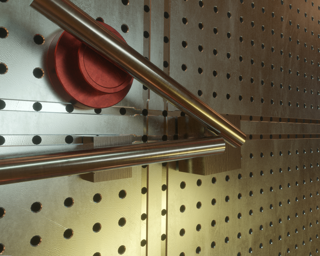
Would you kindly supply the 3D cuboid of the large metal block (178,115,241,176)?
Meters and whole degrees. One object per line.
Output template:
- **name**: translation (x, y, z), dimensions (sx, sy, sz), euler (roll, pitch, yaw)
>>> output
- **large metal block**: translation (0.073, 0.022, 0.453), dimensions (0.081, 0.050, 0.079), euler (-3, 92, -40)

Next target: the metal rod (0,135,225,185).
- **metal rod**: translation (-0.054, 0.032, 0.330), dimensions (0.303, 0.025, 0.025), euler (-4, 93, -30)

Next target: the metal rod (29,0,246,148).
- **metal rod**: translation (0.001, -0.050, 0.349), dimensions (0.301, 0.025, 0.025), euler (31, 70, -33)

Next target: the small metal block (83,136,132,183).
- **small metal block**: translation (-0.061, 0.034, 0.361), dimensions (0.050, 0.025, 0.050), euler (-1, 91, -40)

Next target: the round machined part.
- **round machined part**: translation (-0.068, -0.070, 0.342), dimensions (0.099, 0.042, 0.097), euler (0, 90, -40)
